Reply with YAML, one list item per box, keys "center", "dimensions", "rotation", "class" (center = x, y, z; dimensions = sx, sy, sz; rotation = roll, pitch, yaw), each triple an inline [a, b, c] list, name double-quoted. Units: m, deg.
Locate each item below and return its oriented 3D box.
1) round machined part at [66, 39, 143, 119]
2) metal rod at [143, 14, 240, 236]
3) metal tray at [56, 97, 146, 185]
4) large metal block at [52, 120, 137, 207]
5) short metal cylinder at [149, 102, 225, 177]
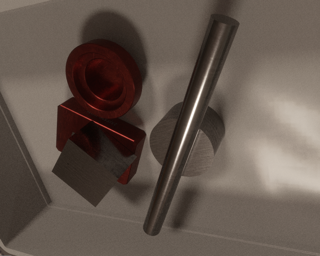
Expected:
- center: [-0.066, -0.064, 0.391]
  dimensions: [0.098, 0.042, 0.097]
  rotation: [13, 124, 20]
  class: "round machined part"
- center: [0.021, 0.025, 0.346]
  dimensions: [0.025, 0.025, 0.298]
  rotation: [25, 127, 12]
  class: "metal rod"
- center: [-0.092, 0.020, 0.464]
  dimensions: [0.130, 0.030, 0.089]
  rotation: [25, 127, 12]
  class: "metal tray"
- center: [-0.092, 0.051, 0.431]
  dimensions: [0.080, 0.050, 0.080]
  rotation: [39, 129, 1]
  class: "large metal block"
- center: [0.034, 0.013, 0.381]
  dimensions: [0.080, 0.050, 0.079]
  rotation: [13, 124, 20]
  class: "short metal cylinder"
